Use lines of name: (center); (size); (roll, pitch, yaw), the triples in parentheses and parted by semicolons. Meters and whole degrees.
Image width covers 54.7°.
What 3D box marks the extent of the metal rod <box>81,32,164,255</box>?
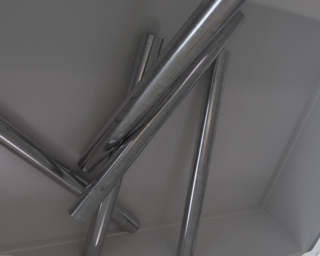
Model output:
metal rod: (-0.050, 0.035, 0.380); (0.025, 0.025, 0.298); (8, 108, -32)

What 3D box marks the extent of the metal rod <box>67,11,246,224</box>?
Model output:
metal rod: (0.001, -0.020, 0.358); (0.300, 0.025, 0.025); (-52, 130, -7)

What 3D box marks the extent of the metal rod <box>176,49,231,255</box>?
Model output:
metal rod: (0.057, 0.046, 0.424); (0.025, 0.025, 0.298); (1, 104, -29)

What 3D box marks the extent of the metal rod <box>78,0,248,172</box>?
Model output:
metal rod: (-0.010, -0.036, 0.293); (0.025, 0.025, 0.298); (12, 140, -33)

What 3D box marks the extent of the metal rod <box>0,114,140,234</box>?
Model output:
metal rod: (-0.115, 0.062, 0.383); (0.025, 0.025, 0.300); (-40, 130, -1)
